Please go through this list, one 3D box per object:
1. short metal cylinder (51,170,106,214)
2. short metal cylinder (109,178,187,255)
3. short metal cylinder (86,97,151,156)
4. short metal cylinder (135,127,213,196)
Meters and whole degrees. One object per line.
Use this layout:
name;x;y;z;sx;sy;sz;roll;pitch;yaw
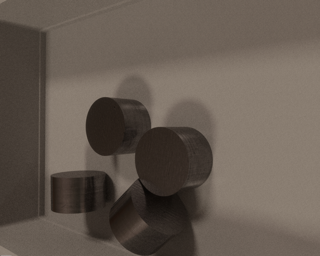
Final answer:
short metal cylinder;-0.123;0.095;0.470;0.080;0.081;0.050;-1;89;39
short metal cylinder;-0.014;0.107;0.381;0.050;0.081;0.080;-49;61;29
short metal cylinder;-0.059;-0.002;0.437;0.080;0.050;0.079;0;90;39
short metal cylinder;0.016;0.038;0.376;0.080;0.050;0.079;0;90;39
